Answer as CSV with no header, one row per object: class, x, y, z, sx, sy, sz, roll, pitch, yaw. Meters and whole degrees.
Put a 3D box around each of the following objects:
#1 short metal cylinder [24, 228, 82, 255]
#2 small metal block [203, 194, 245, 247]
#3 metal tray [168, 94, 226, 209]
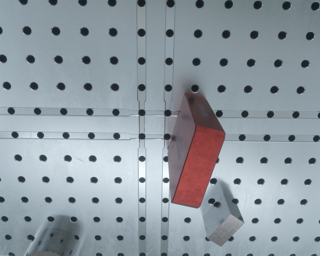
short metal cylinder,-0.166,0.202,0.472,0.081,0.050,0.079,0,110,-1
small metal block,0.091,0.133,0.451,0.025,0.050,0.050,34,106,-12
metal tray,0.037,0.020,0.365,0.030,0.130,0.089,14,110,-5
